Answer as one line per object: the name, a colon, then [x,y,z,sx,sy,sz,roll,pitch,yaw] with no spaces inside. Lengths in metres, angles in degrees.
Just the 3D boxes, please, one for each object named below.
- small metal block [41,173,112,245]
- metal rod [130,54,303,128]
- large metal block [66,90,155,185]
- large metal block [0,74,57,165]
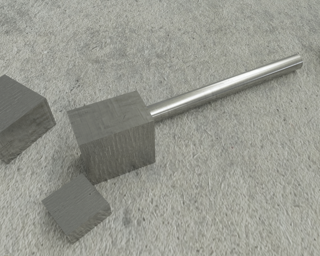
small metal block: [-0.088,0.085,0.331,0.050,0.025,0.050,-35,58,-26]
metal rod: [0.083,-0.054,0.449,0.302,0.025,0.025,-21,53,-17]
large metal block: [-0.053,0.012,0.357,0.081,0.080,0.050,-19,53,-15]
large metal block: [-0.197,-0.013,0.397,0.080,0.050,0.080,28,55,21]
